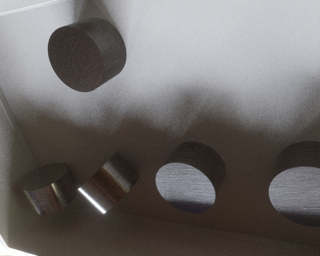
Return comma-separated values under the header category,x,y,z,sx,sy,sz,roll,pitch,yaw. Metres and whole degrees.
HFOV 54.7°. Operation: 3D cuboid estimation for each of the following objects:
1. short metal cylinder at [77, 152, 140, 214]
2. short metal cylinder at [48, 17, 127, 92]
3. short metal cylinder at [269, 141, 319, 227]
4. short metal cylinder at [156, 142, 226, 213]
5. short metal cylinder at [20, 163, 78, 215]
category,x,y,z,sx,sy,sz,roll,pitch,yaw
short metal cylinder,-0.076,0.081,0.464,0.050,0.080,0.080,46,129,-4
short metal cylinder,-0.089,-0.091,0.383,0.080,0.050,0.079,13,124,21
short metal cylinder,0.166,0.061,0.343,0.080,0.050,0.079,13,124,21
short metal cylinder,0.041,0.065,0.411,0.080,0.050,0.079,13,124,21
short metal cylinder,-0.191,0.103,0.538,0.080,0.080,0.050,-1,118,29
